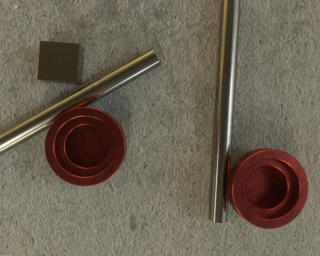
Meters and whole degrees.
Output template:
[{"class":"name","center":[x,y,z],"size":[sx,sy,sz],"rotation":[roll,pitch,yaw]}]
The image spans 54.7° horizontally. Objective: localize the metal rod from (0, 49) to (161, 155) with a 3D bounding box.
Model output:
[{"class":"metal rod","center":[-0.136,-0.020,0.408],"size":[0.301,0.025,0.025],"rotation":[-29,90,0]}]

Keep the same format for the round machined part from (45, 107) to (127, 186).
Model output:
[{"class":"round machined part","center":[-0.092,0.023,0.401],"size":[0.099,0.042,0.097],"rotation":[0,90,0]}]

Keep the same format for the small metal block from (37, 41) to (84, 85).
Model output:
[{"class":"small metal block","center":[-0.130,-0.085,0.409],"size":[0.050,0.025,0.050],"rotation":[4,90,0]}]

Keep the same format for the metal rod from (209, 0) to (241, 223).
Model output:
[{"class":"metal rod","center":[0.086,-0.027,0.410],"size":[0.025,0.025,0.298],"rotation":[3,90,0]}]

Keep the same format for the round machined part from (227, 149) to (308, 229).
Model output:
[{"class":"round machined part","center":[0.133,0.075,0.399],"size":[0.099,0.042,0.097],"rotation":[0,91,-8]}]
